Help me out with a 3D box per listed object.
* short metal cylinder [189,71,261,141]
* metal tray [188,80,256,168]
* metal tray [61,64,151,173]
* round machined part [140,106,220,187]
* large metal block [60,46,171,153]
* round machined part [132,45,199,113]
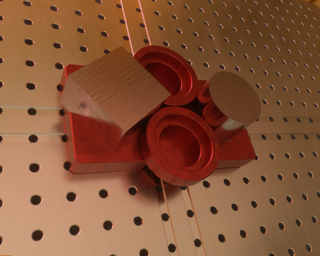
[{"bbox_3d":[0.087,-0.029,0.417,0.081,0.050,0.080,14,56,-21],"label":"short metal cylinder"},{"bbox_3d":[0.076,-0.008,0.448,0.091,0.030,0.130,1,61,-28],"label":"metal tray"},{"bbox_3d":[-0.067,-0.013,0.376,0.091,0.030,0.130,1,61,-29],"label":"metal tray"},{"bbox_3d":[0.021,0.025,0.381,0.099,0.042,0.098,14,56,-21],"label":"round machined part"},{"bbox_3d":[-0.049,-0.033,0.347,0.080,0.050,0.080,45,51,3],"label":"large metal block"},{"bbox_3d":[0.000,-0.061,0.423,0.099,0.042,0.098,14,56,-21],"label":"round machined part"}]
